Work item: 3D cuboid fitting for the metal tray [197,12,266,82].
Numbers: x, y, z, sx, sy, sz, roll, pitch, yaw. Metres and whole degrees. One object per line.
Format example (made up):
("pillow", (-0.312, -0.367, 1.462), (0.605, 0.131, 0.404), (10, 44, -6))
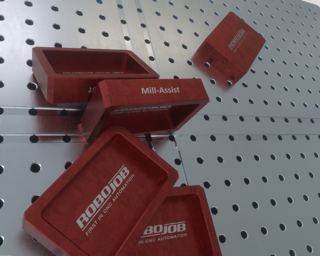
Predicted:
("metal tray", (0.135, -0.152, 0.569), (0.090, 0.030, 0.131), (39, 51, -2))

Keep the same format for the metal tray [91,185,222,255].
("metal tray", (-0.003, 0.113, 0.333), (0.131, 0.030, 0.090), (1, 61, -28))

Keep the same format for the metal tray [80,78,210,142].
("metal tray", (-0.018, -0.021, 0.368), (0.131, 0.090, 0.030), (-6, 67, -31))

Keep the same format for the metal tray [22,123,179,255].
("metal tray", (-0.050, 0.066, 0.298), (0.090, 0.030, 0.131), (40, 51, -1))

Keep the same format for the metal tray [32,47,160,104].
("metal tray", (-0.078, -0.067, 0.377), (0.131, 0.030, 0.090), (-7, 36, -31))
